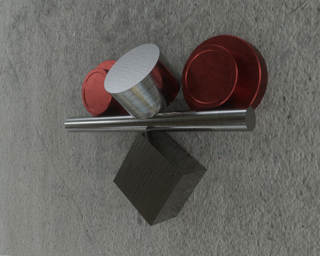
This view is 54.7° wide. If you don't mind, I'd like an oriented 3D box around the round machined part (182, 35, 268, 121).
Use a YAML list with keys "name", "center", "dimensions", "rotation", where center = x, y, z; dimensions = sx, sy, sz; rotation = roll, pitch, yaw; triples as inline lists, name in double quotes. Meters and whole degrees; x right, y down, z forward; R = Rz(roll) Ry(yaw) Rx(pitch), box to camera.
- name: "round machined part"
  center: [0.063, -0.054, 0.343]
  dimensions: [0.098, 0.042, 0.097]
  rotation: [0, 90, 40]

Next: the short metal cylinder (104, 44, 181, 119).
- name: "short metal cylinder"
  center: [-0.021, -0.058, 0.384]
  dimensions: [0.080, 0.050, 0.080]
  rotation: [-23, 42, 23]

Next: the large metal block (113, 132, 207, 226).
- name: "large metal block"
  center: [-0.002, 0.060, 0.389]
  dimensions: [0.080, 0.050, 0.080]
  rotation: [43, 116, 31]

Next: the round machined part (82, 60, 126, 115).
- name: "round machined part"
  center: [-0.079, -0.052, 0.459]
  dimensions: [0.098, 0.042, 0.097]
  rotation: [0, 90, 40]

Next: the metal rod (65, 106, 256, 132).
- name: "metal rod"
  center: [-0.026, -0.007, 0.400]
  dimensions: [0.300, 0.025, 0.025]
  rotation: [-1, 90, 40]
